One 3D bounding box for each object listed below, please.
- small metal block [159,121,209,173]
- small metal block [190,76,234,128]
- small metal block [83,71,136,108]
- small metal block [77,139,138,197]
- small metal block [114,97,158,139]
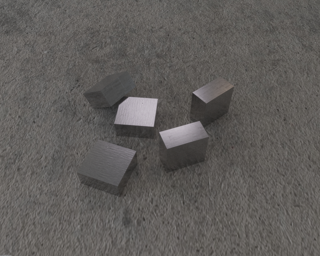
[{"bbox_3d":[0.027,0.023,0.368,0.050,0.050,0.025,-16,52,-13],"label":"small metal block"},{"bbox_3d":[0.069,-0.034,0.415,0.050,0.050,0.025,-32,57,-24],"label":"small metal block"},{"bbox_3d":[-0.070,-0.053,0.431,0.050,0.025,0.050,0,37,50],"label":"small metal block"},{"bbox_3d":[-0.060,0.046,0.364,0.050,0.025,0.050,16,52,13],"label":"small metal block"},{"bbox_3d":[-0.030,-0.015,0.415,0.050,0.025,0.050,4,50,3],"label":"small metal block"}]
